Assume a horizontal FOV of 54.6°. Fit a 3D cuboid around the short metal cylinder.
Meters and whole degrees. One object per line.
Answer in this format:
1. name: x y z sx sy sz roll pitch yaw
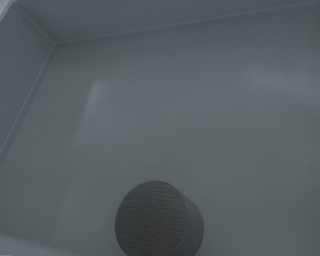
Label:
1. short metal cylinder: 0.000 0.102 0.328 0.080 0.050 0.080 -13 56 21
